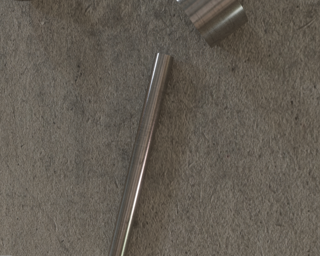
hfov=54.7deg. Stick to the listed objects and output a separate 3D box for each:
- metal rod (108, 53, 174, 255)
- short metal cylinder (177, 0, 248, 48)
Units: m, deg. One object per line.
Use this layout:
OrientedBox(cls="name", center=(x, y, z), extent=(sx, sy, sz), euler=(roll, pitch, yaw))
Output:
OrientedBox(cls="metal rod", center=(-0.029, 0.049, 0.419), extent=(0.025, 0.025, 0.298), euler=(15, 95, 19))
OrientedBox(cls="short metal cylinder", center=(0.058, -0.141, 0.359), extent=(0.050, 0.080, 0.080), euler=(-35, 79, 17))
